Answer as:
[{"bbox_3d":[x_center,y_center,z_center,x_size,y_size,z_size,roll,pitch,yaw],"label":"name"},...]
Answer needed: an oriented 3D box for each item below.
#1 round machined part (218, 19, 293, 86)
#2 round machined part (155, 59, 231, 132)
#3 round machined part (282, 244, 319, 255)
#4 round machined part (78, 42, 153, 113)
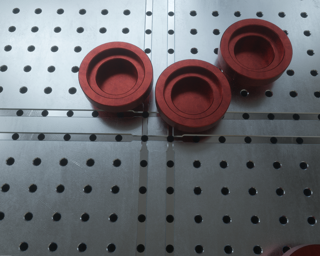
[{"bbox_3d":[0.131,-0.102,0.441,0.099,0.042,0.098,0,70,0],"label":"round machined part"},{"bbox_3d":[0.043,-0.040,0.418,0.099,0.042,0.098,0,70,0],"label":"round machined part"},{"bbox_3d":[0.170,0.179,0.338,0.099,0.042,0.098,0,70,0],"label":"round machined part"},{"bbox_3d":[-0.058,-0.066,0.427,0.099,0.042,0.098,0,70,0],"label":"round machined part"}]
